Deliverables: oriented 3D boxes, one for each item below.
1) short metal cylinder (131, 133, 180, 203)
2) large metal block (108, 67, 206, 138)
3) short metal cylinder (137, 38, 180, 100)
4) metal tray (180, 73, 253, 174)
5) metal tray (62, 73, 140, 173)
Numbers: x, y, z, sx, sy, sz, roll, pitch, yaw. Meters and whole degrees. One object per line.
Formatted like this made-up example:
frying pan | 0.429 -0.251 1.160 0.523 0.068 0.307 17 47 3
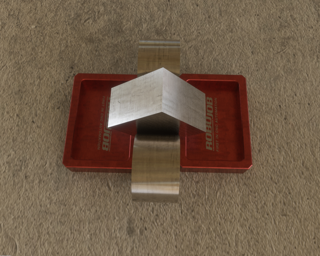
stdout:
short metal cylinder | -0.004 0.047 0.363 0.050 0.080 0.080 2 70 1
large metal block | -0.002 -0.021 0.366 0.080 0.080 0.050 -14 65 38
short metal cylinder | -0.001 -0.076 0.408 0.050 0.080 0.080 2 70 1
metal tray | 0.069 -0.007 0.410 0.091 0.030 0.130 2 70 0
metal tray | -0.072 -0.008 0.409 0.091 0.030 0.130 2 70 0
